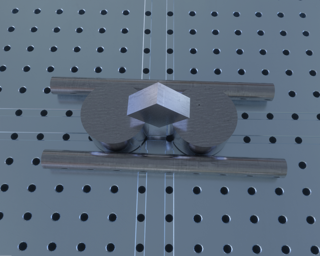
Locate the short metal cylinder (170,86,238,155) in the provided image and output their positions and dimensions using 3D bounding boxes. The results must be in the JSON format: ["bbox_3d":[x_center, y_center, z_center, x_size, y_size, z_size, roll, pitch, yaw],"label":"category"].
[{"bbox_3d":[0.054,-0.007,0.398,0.081,0.050,0.080,0,70,0],"label":"short metal cylinder"}]

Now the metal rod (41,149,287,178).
[{"bbox_3d":[0.005,0.045,0.392,0.302,0.025,0.025,2,70,0],"label":"metal rod"}]

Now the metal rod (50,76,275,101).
[{"bbox_3d":[0.003,-0.054,0.428,0.302,0.025,0.025,2,70,0],"label":"metal rod"}]

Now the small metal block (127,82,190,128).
[{"bbox_3d":[-0.001,-0.024,0.355,0.050,0.050,0.025,21,63,-39],"label":"small metal block"}]

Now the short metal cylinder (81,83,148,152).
[{"bbox_3d":[-0.056,-0.011,0.398,0.081,0.050,0.080,0,70,0],"label":"short metal cylinder"}]
